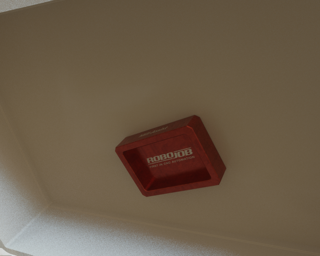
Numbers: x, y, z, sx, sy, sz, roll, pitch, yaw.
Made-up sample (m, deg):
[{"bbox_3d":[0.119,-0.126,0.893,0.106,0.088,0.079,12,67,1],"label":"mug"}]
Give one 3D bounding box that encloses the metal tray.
[{"bbox_3d":[0.012,0.043,0.424,0.130,0.030,0.090,-18,109,34],"label":"metal tray"}]
